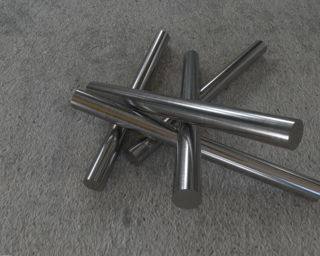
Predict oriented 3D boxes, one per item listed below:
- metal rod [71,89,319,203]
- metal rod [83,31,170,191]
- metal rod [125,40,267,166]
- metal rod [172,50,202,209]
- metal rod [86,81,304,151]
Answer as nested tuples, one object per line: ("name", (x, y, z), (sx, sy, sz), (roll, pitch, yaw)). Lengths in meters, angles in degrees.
("metal rod", (0.036, 0.017, 0.363), (0.301, 0.025, 0.025), (21, 53, 7))
("metal rod", (-0.035, -0.046, 0.441), (0.025, 0.025, 0.300), (12, 51, 10))
("metal rod", (0.067, -0.049, 0.444), (0.025, 0.025, 0.302), (35, 58, 25))
("metal rod", (0.037, -0.027, 0.379), (0.025, 0.025, 0.300), (4, 36, 4))
("metal rod", (0.004, -0.025, 0.345), (0.300, 0.025, 0.025), (17, 48, 45))
